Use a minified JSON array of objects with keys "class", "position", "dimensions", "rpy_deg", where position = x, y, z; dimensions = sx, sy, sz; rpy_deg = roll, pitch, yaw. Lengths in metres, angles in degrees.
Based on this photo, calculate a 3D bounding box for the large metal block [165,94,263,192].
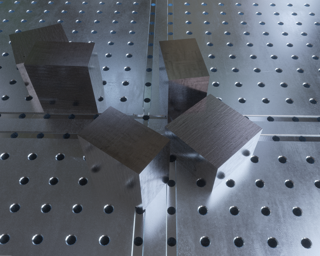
[{"class":"large metal block","position":[0.063,0.015,0.379],"dimensions":[0.080,0.050,0.080],"rpy_deg":[-36,59,-26]}]

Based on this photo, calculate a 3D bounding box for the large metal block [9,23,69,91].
[{"class":"large metal block","position":[-0.181,-0.113,0.486],"dimensions":[0.081,0.050,0.080],"rpy_deg":[-19,53,-15]}]

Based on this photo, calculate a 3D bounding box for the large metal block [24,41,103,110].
[{"class":"large metal block","position":[-0.128,-0.072,0.432],"dimensions":[0.080,0.080,0.050],"rpy_deg":[2,50,2]}]

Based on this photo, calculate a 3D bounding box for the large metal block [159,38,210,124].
[{"class":"large metal block","position":[0.029,-0.065,0.427],"dimensions":[0.050,0.080,0.080],"rpy_deg":[-7,50,-5]}]

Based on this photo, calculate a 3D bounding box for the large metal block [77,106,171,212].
[{"class":"large metal block","position":[-0.037,0.035,0.343],"dimensions":[0.080,0.080,0.050],"rpy_deg":[29,56,22]}]
